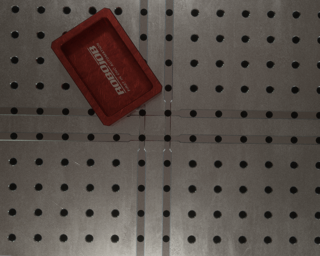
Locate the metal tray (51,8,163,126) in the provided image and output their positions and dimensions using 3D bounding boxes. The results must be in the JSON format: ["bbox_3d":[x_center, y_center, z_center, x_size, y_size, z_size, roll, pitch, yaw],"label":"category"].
[{"bbox_3d":[-0.068,-0.078,0.409,0.090,0.030,0.130,-34,90,-1],"label":"metal tray"}]
